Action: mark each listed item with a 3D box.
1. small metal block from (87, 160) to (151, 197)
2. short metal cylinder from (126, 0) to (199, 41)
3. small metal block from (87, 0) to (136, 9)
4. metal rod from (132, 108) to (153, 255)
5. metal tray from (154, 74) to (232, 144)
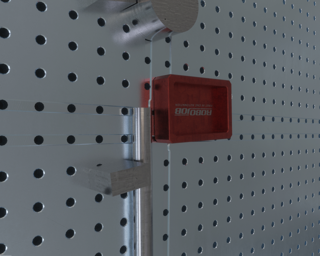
[{"bbox_3d":[-0.047,0.055,0.354,0.050,0.050,0.025,-9,96,-40],"label":"small metal block"},{"bbox_3d":[0.003,-0.157,0.395,0.081,0.050,0.080,0,90,-40],"label":"short metal cylinder"},{"bbox_3d":[-0.059,-0.169,0.359,0.050,0.025,0.050,-14,99,-39],"label":"small metal block"},{"bbox_3d":[-0.021,0.124,0.391,0.025,0.025,0.298,-1,91,-40],"label":"metal rod"},{"bbox_3d":[0.052,-0.027,0.448,0.131,0.030,0.089,-2,92,-40],"label":"metal tray"}]
